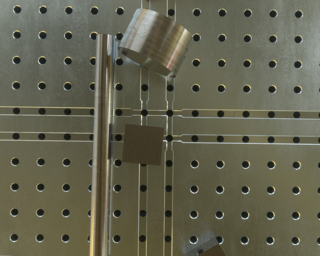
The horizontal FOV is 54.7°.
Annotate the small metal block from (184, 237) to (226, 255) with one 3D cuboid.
[{"bbox_3d":[0.067,0.184,0.414,0.050,0.025,0.050,-30,90,0],"label":"small metal block"}]

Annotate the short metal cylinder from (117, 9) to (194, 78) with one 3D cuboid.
[{"bbox_3d":[-0.006,-0.103,0.386,0.080,0.080,0.050,26,90,0],"label":"short metal cylinder"}]

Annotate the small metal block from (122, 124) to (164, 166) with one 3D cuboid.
[{"bbox_3d":[-0.022,0.022,0.413,0.050,0.025,0.050,6,90,0],"label":"small metal block"}]

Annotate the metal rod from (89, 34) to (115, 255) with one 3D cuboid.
[{"bbox_3d":[-0.077,0.028,0.412,0.025,0.025,0.298,2,90,0],"label":"metal rod"}]
